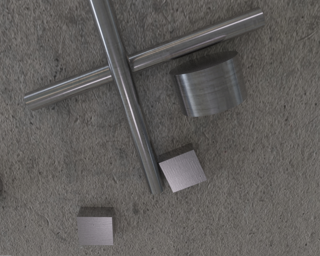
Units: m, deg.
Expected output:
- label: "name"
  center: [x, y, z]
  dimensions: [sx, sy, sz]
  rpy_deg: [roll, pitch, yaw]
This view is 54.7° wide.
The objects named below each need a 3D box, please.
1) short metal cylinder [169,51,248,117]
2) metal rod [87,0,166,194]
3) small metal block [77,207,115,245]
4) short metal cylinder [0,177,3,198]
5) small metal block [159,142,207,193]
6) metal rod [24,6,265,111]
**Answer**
- label: "short metal cylinder"
  center: [0.057, -0.053, 0.361]
  dimensions: [0.080, 0.080, 0.050]
  rpy_deg: [-17, 109, 6]
- label: "metal rod"
  center: [-0.038, -0.041, 0.370]
  dimensions: [0.025, 0.025, 0.298]
  rpy_deg: [-13, 119, 4]
- label: "small metal block"
  center: [-0.094, 0.146, 0.463]
  dimensions: [0.050, 0.025, 0.050]
  rpy_deg: [1, 110, -1]
- label: "short metal cylinder"
  center: [-0.270, 0.090, 0.427]
  dimensions: [0.081, 0.050, 0.079]
  rpy_deg: [0, 110, 0]
- label: "small metal block"
  center: [0.032, 0.055, 0.430]
  dimensions: [0.050, 0.025, 0.050]
  rpy_deg: [-22, 109, 8]
- label: "metal rod"
  center: [-0.024, -0.082, 0.379]
  dimensions: [0.301, 0.025, 0.025]
  rpy_deg: [-19, 109, 6]
